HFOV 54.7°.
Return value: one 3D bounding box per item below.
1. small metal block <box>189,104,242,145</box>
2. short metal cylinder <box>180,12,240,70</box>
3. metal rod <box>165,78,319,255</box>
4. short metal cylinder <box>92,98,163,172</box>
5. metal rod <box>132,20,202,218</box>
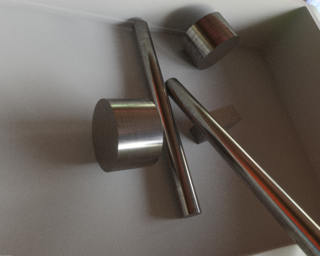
[{"bbox_3d":[0.078,-0.005,0.437,0.050,0.050,0.025,-18,71,-35],"label":"small metal block"},{"bbox_3d":[0.080,-0.139,0.501,0.081,0.080,0.050,-27,77,-37],"label":"short metal cylinder"},{"bbox_3d":[0.079,0.024,0.353,0.025,0.025,0.300,-2,36,-30],"label":"metal rod"},{"bbox_3d":[-0.039,0.007,0.347,0.050,0.080,0.080,-4,64,-30],"label":"short metal cylinder"},{"bbox_3d":[0.003,-0.029,0.426,0.025,0.025,0.299,0,62,-29],"label":"metal rod"}]
